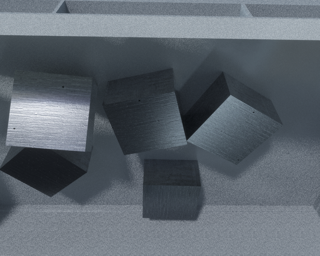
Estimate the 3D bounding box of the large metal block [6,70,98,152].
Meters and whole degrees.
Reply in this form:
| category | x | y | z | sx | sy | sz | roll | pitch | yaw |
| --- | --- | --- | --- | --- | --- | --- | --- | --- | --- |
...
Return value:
| category | x | y | z | sx | sy | sz | roll | pitch | yaw |
| --- | --- | --- | --- | --- | --- | --- | --- | --- | --- |
| large metal block | -0.118 | -0.016 | 0.350 | 0.081 | 0.050 | 0.080 | 5 | 85 | -5 |

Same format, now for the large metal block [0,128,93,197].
| category | x | y | z | sx | sy | sz | roll | pitch | yaw |
| --- | --- | --- | --- | --- | --- | --- | --- | --- | --- |
| large metal block | -0.153 | 0.040 | 0.425 | 0.080 | 0.050 | 0.080 | -34 | 123 | 25 |

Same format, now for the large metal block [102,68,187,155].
| category | x | y | z | sx | sy | sz | roll | pitch | yaw |
| --- | --- | --- | --- | --- | --- | --- | --- | --- | --- |
| large metal block | -0.015 | -0.018 | 0.377 | 0.080 | 0.050 | 0.080 | -10 | 130 | 8 |

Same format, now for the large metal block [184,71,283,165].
| category | x | y | z | sx | sy | sz | roll | pitch | yaw |
| --- | --- | --- | --- | --- | --- | --- | --- | --- | --- |
| large metal block | 0.088 | -0.010 | 0.386 | 0.080 | 0.050 | 0.080 | 26 | 125 | -21 |

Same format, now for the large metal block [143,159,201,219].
| category | x | y | z | sx | sy | sz | roll | pitch | yaw |
| --- | --- | --- | --- | --- | --- | --- | --- | --- | --- |
| large metal block | 0.015 | 0.094 | 0.473 | 0.081 | 0.050 | 0.079 | 2 | 130 | -2 |
